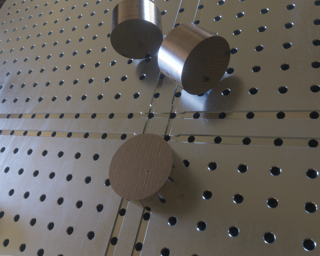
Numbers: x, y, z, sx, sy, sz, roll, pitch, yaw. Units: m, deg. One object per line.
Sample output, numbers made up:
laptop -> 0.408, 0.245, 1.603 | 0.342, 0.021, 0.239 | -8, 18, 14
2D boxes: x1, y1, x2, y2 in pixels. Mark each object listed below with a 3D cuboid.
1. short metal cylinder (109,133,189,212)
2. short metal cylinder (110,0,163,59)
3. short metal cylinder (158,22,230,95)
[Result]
short metal cylinder -> -0.012, 0.053, 0.366 | 0.080, 0.050, 0.080 | -13, 56, 21
short metal cylinder -> -0.037, -0.155, 0.487 | 0.080, 0.080, 0.050 | -16, 55, 19
short metal cylinder -> 0.045, -0.090, 0.405 | 0.080, 0.080, 0.050 | -45, 51, -3
